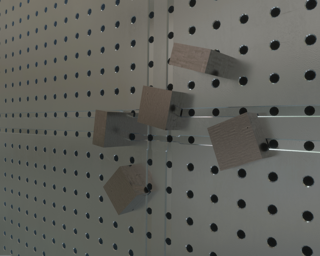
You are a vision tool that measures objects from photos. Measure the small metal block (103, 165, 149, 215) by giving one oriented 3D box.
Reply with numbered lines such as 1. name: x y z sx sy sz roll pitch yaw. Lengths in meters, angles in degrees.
1. small metal block: -0.050 0.090 0.452 0.050 0.025 0.050 -50 61 28

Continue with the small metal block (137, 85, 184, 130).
1. small metal block: 0.000 -0.027 0.410 0.050 0.025 0.050 16 100 39

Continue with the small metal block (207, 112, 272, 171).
1. small metal block: 0.086 0.015 0.339 0.050 0.025 0.050 -25 75 37

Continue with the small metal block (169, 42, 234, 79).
1. small metal block: 0.047 -0.077 0.355 0.050 0.050 0.025 23 105 38

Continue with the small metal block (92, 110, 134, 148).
1. small metal block: -0.068 0.000 0.450 0.025 0.050 0.050 11 97 39
